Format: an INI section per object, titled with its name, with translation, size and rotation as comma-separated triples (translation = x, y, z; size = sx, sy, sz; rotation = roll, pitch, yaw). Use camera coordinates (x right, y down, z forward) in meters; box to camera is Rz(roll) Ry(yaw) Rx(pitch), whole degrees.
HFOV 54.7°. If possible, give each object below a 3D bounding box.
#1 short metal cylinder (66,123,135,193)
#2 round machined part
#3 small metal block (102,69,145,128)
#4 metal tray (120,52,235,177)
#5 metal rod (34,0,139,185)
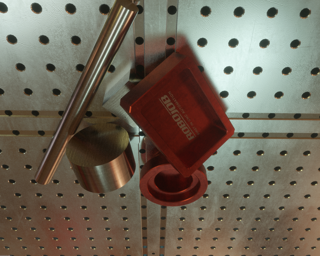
[short metal cylinder]
translation = -0.076, 0.038, 0.407
size = 0.080, 0.080, 0.050
rotation = -5, 130, 4
[round machined part]
translation = 0.020, 0.071, 0.461
size = 0.099, 0.042, 0.097
rotation = -1, 130, 0
[small metal block]
translation = -0.034, -0.035, 0.381
size = 0.050, 0.025, 0.050
rotation = 36, 121, -27
[metal tray]
translation = 0.026, -0.012, 0.370
size = 0.090, 0.030, 0.130
rotation = -43, 124, -7
[metal rod]
translation = -0.106, -0.023, 0.390
size = 0.025, 0.025, 0.298
rotation = 23, 126, -19
